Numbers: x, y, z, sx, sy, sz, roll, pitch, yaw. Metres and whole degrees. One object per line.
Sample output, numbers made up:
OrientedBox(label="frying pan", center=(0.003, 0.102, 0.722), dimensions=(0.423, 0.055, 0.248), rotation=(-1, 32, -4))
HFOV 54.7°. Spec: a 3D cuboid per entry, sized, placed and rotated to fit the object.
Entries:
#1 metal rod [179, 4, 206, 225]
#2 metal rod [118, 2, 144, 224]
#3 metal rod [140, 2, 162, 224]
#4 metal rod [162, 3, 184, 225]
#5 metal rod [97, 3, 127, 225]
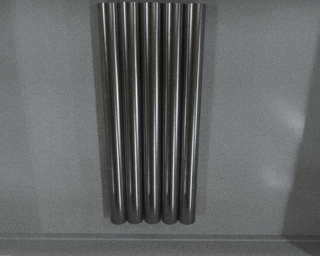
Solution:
OrientedBox(label="metal rod", center=(0.040, -0.004, 0.409), dimensions=(0.025, 0.025, 0.298), rotation=(0, 110, 0))
OrientedBox(label="metal rod", center=(-0.036, -0.005, 0.408), dimensions=(0.025, 0.025, 0.298), rotation=(0, 110, 0))
OrientedBox(label="metal rod", center=(-0.011, -0.005, 0.408), dimensions=(0.025, 0.025, 0.298), rotation=(0, 110, 0))
OrientedBox(label="metal rod", center=(0.015, -0.004, 0.408), dimensions=(0.025, 0.025, 0.298), rotation=(0, 110, 0))
OrientedBox(label="metal rod", center=(-0.060, -0.004, 0.408), dimensions=(0.025, 0.025, 0.298), rotation=(0, 110, 0))
